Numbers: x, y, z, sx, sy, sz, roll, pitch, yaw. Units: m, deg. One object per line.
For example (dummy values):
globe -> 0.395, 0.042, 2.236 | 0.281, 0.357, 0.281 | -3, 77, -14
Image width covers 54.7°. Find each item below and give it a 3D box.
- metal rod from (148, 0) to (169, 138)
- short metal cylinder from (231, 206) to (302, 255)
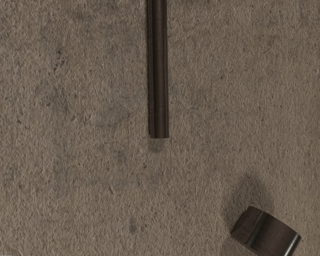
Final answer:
metal rod -> -0.003, -0.136, 0.408 | 0.025, 0.025, 0.298 | -1, 91, -20
short metal cylinder -> 0.148, 0.154, 0.437 | 0.080, 0.080, 0.050 | 39, 78, -16
